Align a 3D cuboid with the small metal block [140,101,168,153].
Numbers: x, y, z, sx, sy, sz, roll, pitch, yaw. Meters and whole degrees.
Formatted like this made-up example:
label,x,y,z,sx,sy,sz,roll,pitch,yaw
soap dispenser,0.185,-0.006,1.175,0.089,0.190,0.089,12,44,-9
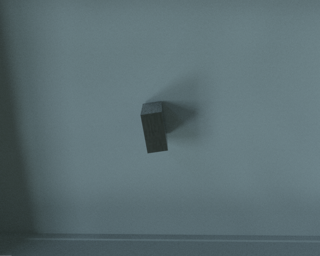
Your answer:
label,x,y,z,sx,sy,sz,roll,pitch,yaw
small metal block,-0.006,-0.002,0.393,0.025,0.050,0.050,-8,109,3
